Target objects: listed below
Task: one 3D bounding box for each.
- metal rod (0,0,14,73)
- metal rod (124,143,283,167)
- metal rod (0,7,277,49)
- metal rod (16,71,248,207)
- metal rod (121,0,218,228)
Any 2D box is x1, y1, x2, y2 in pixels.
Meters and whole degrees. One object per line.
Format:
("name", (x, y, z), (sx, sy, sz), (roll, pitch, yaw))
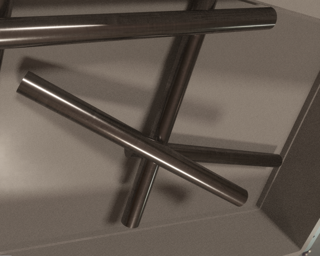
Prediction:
("metal rod", (-0.187, 0.005, 0.310), (0.025, 0.025, 0.298), (9, 114, -33))
("metal rod", (0.086, 0.043, 0.484), (0.302, 0.025, 0.025), (7, 115, -32))
("metal rod", (-0.010, -0.102, 0.305), (0.303, 0.025, 0.025), (-11, 123, -22))
("metal rod", (-0.014, 0.024, 0.361), (0.301, 0.025, 0.025), (30, 102, -21))
("metal rod", (0.006, -0.010, 0.383), (0.025, 0.025, 0.298), (10, 106, -33))
